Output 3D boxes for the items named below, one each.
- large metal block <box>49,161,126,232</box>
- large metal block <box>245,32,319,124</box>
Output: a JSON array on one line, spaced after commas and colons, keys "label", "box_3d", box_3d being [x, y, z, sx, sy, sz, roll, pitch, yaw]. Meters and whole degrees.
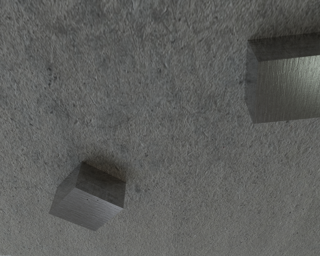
[{"label": "large metal block", "box_3d": [-0.111, 0.108, 0.482, 0.080, 0.050, 0.080, 32, 123, -24]}, {"label": "large metal block", "box_3d": [0.142, -0.055, 0.345, 0.080, 0.050, 0.080, -6, 130, 4]}]
